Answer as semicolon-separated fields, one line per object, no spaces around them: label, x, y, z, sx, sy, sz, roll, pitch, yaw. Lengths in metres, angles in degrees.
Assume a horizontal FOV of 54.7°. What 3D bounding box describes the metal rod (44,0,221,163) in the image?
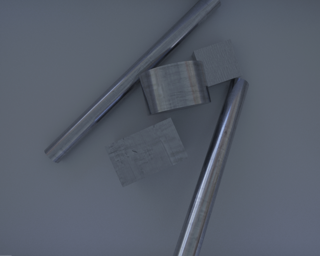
metal rod;-0.035;-0.067;0.410;0.300;0.025;0.025;-44;91;-1

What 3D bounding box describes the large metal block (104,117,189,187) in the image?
large metal block;-0.015;0.027;0.384;0.080;0.080;0.050;-24;90;0

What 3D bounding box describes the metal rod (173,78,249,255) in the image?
metal rod;0.054;0.066;0.350;0.025;0.025;0.300;23;65;0

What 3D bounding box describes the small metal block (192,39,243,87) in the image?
small metal block;0.075;-0.084;0.412;0.050;0.025;0.050;-19;90;-1

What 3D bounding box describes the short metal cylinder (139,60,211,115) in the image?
short metal cylinder;0.019;-0.048;0.384;0.080;0.080;0.050;-12;90;0
